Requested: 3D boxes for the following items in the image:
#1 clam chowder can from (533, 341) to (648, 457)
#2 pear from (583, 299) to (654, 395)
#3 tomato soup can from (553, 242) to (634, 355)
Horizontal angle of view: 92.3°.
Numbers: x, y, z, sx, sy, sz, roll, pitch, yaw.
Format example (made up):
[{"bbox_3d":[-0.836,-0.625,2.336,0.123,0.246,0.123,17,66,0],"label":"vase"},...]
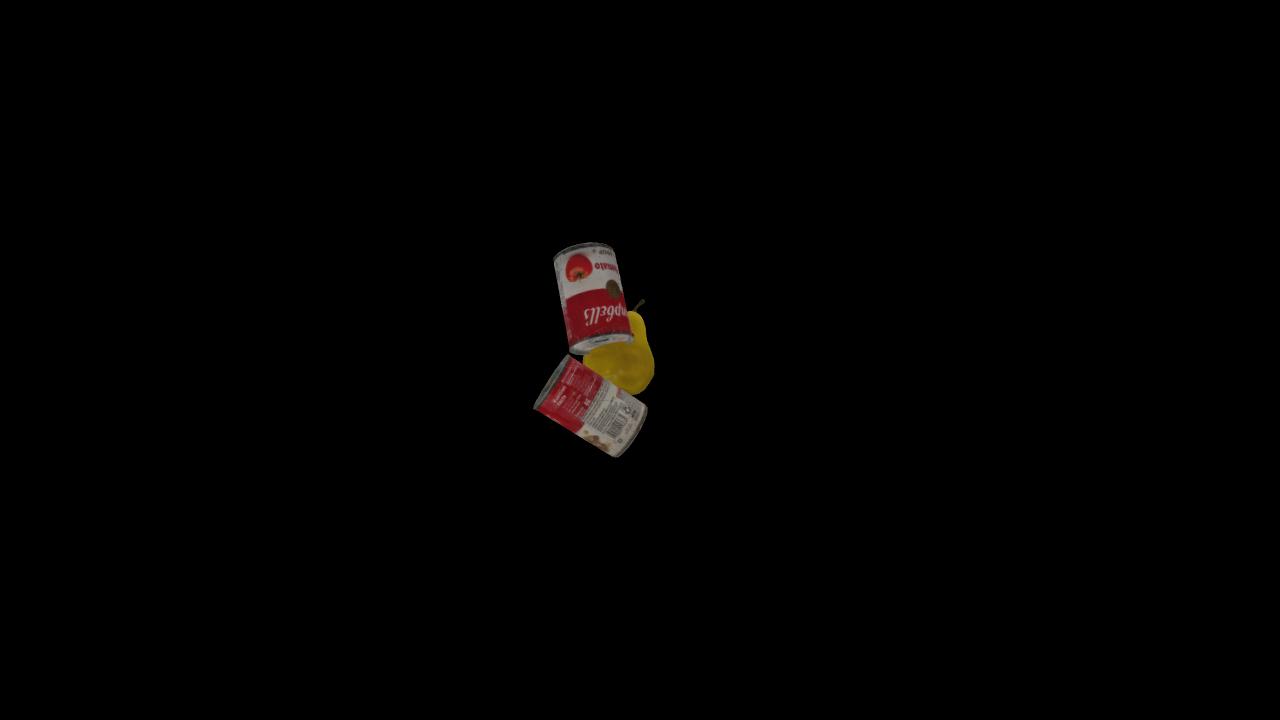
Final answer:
[{"bbox_3d":[-0.051,0.049,0.646,0.102,0.068,0.068,33,-7,-10],"label":"clam chowder can"},{"bbox_3d":[-0.021,-0.018,0.681,0.080,0.111,0.080,5,-20,2],"label":"pear"},{"bbox_3d":[-0.049,-0.063,0.639,0.068,0.101,0.068,-11,-13,-3],"label":"tomato soup can"}]
